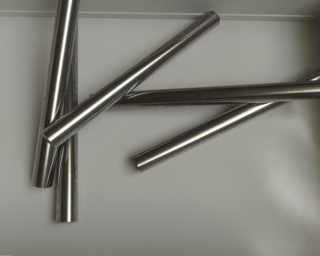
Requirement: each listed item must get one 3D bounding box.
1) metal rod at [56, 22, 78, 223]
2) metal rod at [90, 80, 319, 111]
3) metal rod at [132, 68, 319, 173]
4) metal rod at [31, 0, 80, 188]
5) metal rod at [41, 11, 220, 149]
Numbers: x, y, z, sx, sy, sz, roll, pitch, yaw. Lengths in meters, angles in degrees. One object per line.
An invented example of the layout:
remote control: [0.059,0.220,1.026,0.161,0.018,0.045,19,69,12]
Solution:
metal rod: [-0.123,-0.028,0.418,0.025,0.025,0.299,-5,70,-2]
metal rod: [0.058,-0.042,0.408,0.302,0.025,0.025,-3,70,5]
metal rod: [0.106,-0.016,0.416,0.302,0.025,0.025,-25,72,-9]
metal rod: [-0.121,-0.076,0.372,0.025,0.025,0.298,10,94,3]
metal rod: [-0.023,-0.076,0.413,0.025,0.025,0.301,43,66,14]
